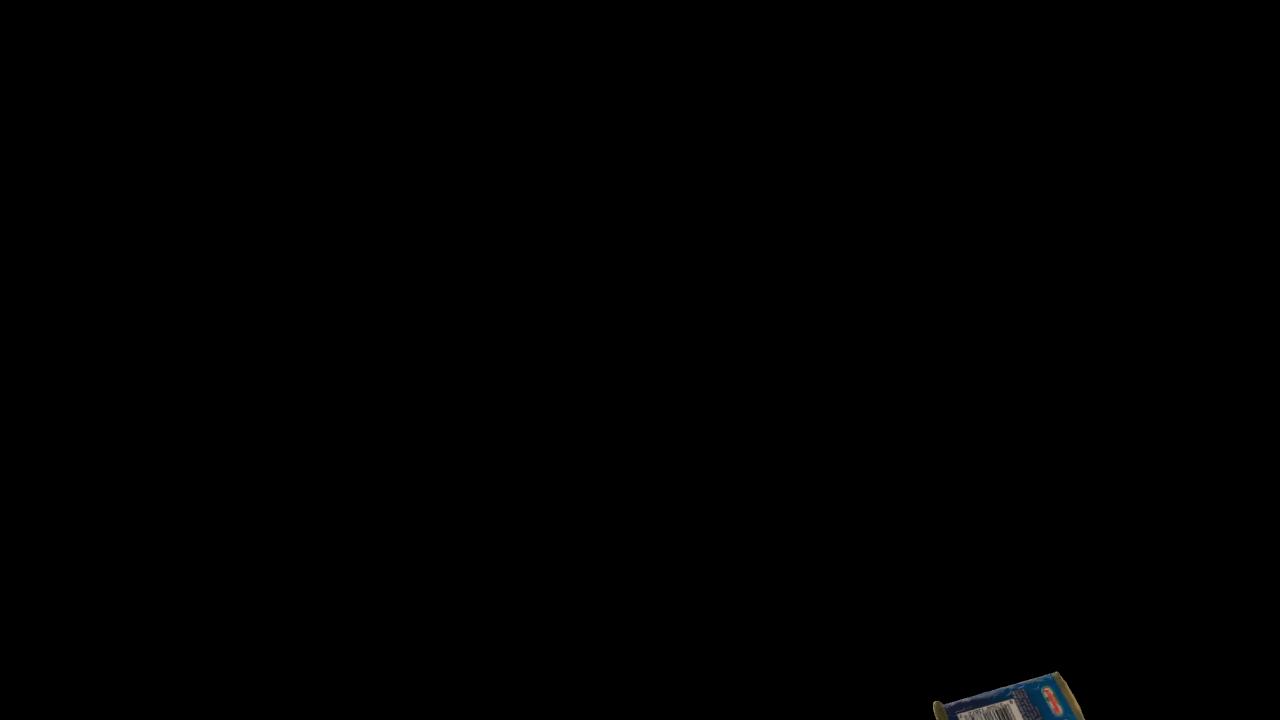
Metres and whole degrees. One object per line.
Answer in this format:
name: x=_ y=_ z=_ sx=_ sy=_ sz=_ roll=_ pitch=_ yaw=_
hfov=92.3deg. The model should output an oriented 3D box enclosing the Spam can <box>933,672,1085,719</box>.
Spam can: x=0.263 y=0.265 z=0.419 sx=0.085 sy=0.101 sz=0.058 roll=-29 pitch=32 yaw=18
